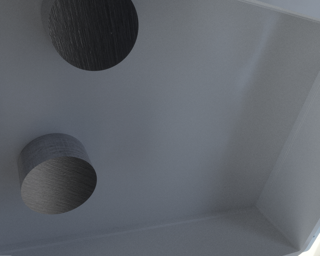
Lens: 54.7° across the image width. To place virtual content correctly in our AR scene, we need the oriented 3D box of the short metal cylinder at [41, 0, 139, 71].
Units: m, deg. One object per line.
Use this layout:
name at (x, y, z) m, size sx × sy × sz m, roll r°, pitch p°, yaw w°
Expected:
short metal cylinder at (-0.067, -0.101, 0.294) m, size 0.081 × 0.050 × 0.079 m, roll -14°, pitch 125°, yaw -21°

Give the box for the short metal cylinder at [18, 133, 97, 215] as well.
short metal cylinder at (-0.120, 0.053, 0.361) m, size 0.081 × 0.050 × 0.079 m, roll -14°, pitch 125°, yaw -21°
